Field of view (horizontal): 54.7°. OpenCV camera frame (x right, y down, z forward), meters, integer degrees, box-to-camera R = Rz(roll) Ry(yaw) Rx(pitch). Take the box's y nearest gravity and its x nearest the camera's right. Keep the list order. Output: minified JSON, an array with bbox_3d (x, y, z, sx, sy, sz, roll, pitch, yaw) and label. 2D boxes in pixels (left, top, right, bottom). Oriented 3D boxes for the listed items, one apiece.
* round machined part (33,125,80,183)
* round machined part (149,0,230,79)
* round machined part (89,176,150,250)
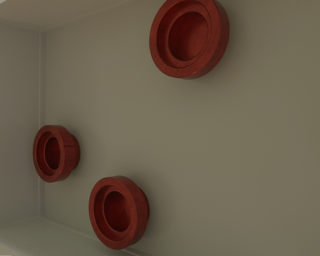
[{"bbox_3d":[-0.176,0.043,0.538,0.098,0.042,0.097,0,90,39],"label":"round machined part"},{"bbox_3d":[0.038,-0.105,0.363,0.098,0.042,0.097,0,90,39],"label":"round machined part"},{"bbox_3d":[-0.053,0.116,0.438,0.098,0.042,0.097,0,90,39],"label":"round machined part"}]
